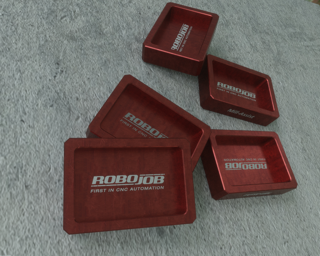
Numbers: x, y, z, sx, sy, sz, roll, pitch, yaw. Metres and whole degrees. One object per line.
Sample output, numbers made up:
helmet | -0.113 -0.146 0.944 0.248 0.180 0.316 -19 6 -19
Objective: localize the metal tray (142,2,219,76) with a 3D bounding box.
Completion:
metal tray | 0.035 -0.144 0.487 0.090 0.030 0.130 17 52 6

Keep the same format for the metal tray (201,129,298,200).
metal tray | 0.123 0.049 0.436 0.131 0.030 0.090 2 61 -27

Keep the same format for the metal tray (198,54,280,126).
metal tray | 0.127 -0.061 0.505 0.131 0.030 0.090 14 56 -21

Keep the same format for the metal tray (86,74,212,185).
metal tray | -0.011 0.006 0.379 0.130 0.030 0.090 33 63 -7

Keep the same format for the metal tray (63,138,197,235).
metal tray | -0.031 0.057 0.321 0.131 0.030 0.090 1 76 -18
